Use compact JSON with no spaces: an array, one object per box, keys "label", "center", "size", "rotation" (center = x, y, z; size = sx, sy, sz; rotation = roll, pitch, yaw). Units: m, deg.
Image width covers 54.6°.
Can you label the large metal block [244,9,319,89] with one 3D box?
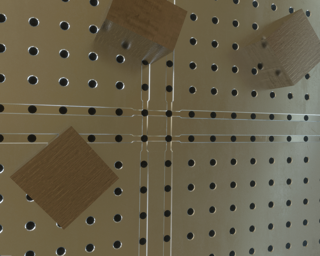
[{"label":"large metal block","center":[0.190,-0.117,0.469],"size":[0.080,0.050,0.080],"rotation":[-40,103,-16]}]

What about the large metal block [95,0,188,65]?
[{"label":"large metal block","center":[-0.026,-0.123,0.373],"size":[0.080,0.080,0.050],"rotation":[21,83,-19]}]

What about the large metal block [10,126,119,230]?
[{"label":"large metal block","center":[-0.109,0.054,0.359],"size":[0.080,0.050,0.080],"rotation":[-43,104,-15]}]
